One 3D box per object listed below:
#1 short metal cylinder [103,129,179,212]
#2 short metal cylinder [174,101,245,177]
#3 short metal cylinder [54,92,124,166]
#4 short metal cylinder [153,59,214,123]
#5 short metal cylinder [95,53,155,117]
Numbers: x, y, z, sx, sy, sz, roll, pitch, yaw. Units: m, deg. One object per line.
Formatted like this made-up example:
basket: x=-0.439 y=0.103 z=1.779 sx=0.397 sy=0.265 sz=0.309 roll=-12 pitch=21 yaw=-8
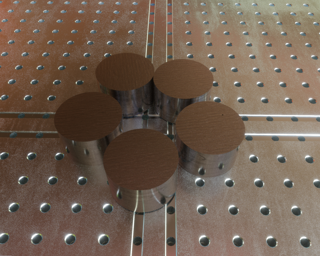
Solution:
short metal cylinder: x=-0.020 y=0.047 z=0.350 sx=0.080 sy=0.050 sz=0.080 roll=0 pitch=50 yaw=1
short metal cylinder: x=0.058 y=0.013 z=0.379 sx=0.081 sy=0.050 sz=0.080 roll=0 pitch=51 yaw=0
short metal cylinder: x=-0.086 y=0.000 z=0.390 sx=0.081 sy=0.050 sz=0.080 roll=0 pitch=50 yaw=0
short metal cylinder: x=0.031 y=-0.051 z=0.433 sx=0.081 sy=0.050 sz=0.080 roll=0 pitch=50 yaw=0
short metal cylinder: x=-0.048 y=-0.063 z=0.443 sx=0.081 sy=0.050 sz=0.080 roll=0 pitch=50 yaw=0
